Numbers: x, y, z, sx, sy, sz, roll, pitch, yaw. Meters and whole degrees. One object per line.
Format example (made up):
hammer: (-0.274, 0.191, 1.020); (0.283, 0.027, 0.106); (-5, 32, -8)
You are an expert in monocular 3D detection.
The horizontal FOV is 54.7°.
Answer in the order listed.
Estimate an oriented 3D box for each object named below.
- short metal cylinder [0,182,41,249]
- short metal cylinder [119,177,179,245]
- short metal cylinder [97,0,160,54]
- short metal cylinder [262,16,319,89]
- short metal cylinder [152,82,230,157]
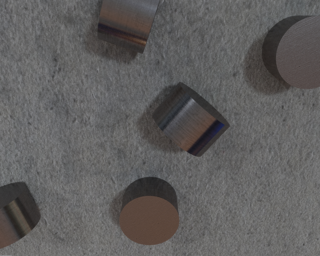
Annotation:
short metal cylinder: (-0.212, 0.118, 0.421); (0.080, 0.080, 0.050); (-16, 110, 5)
short metal cylinder: (-0.014, 0.117, 0.439); (0.081, 0.050, 0.079); (0, 110, -1)
short metal cylinder: (-0.030, -0.126, 0.333); (0.050, 0.080, 0.079); (18, 109, -7)
short metal cylinder: (0.169, -0.091, 0.366); (0.081, 0.050, 0.079); (0, 110, -1)
short metal cylinder: (0.038, -0.011, 0.377); (0.080, 0.080, 0.050); (37, 106, -13)
